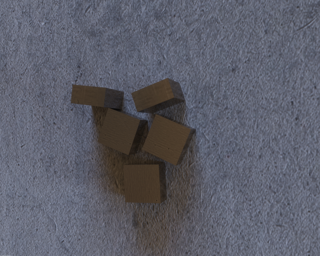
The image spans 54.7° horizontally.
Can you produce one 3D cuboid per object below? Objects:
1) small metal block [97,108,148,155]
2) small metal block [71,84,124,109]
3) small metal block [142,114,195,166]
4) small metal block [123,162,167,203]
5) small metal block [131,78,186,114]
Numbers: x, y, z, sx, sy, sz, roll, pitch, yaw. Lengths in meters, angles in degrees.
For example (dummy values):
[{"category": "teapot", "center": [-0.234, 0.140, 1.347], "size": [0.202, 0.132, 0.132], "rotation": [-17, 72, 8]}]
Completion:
[{"category": "small metal block", "center": [-0.052, 0.004, 0.427], "size": [0.050, 0.025, 0.050], "rotation": [21, 97, 18]}, {"category": "small metal block", "center": [-0.085, -0.042, 0.426], "size": [0.050, 0.050, 0.025], "rotation": [8, 93, 20]}, {"category": "small metal block", "center": [0.012, 0.015, 0.405], "size": [0.050, 0.025, 0.050], "rotation": [24, 98, 18]}, {"category": "small metal block", "center": [-0.020, 0.073, 0.416], "size": [0.050, 0.025, 0.050], "rotation": [-3, 89, 20]}, {"category": "small metal block", "center": [-0.001, -0.040, 0.396], "size": [0.050, 0.050, 0.025], "rotation": [-20, 83, 19]}]
